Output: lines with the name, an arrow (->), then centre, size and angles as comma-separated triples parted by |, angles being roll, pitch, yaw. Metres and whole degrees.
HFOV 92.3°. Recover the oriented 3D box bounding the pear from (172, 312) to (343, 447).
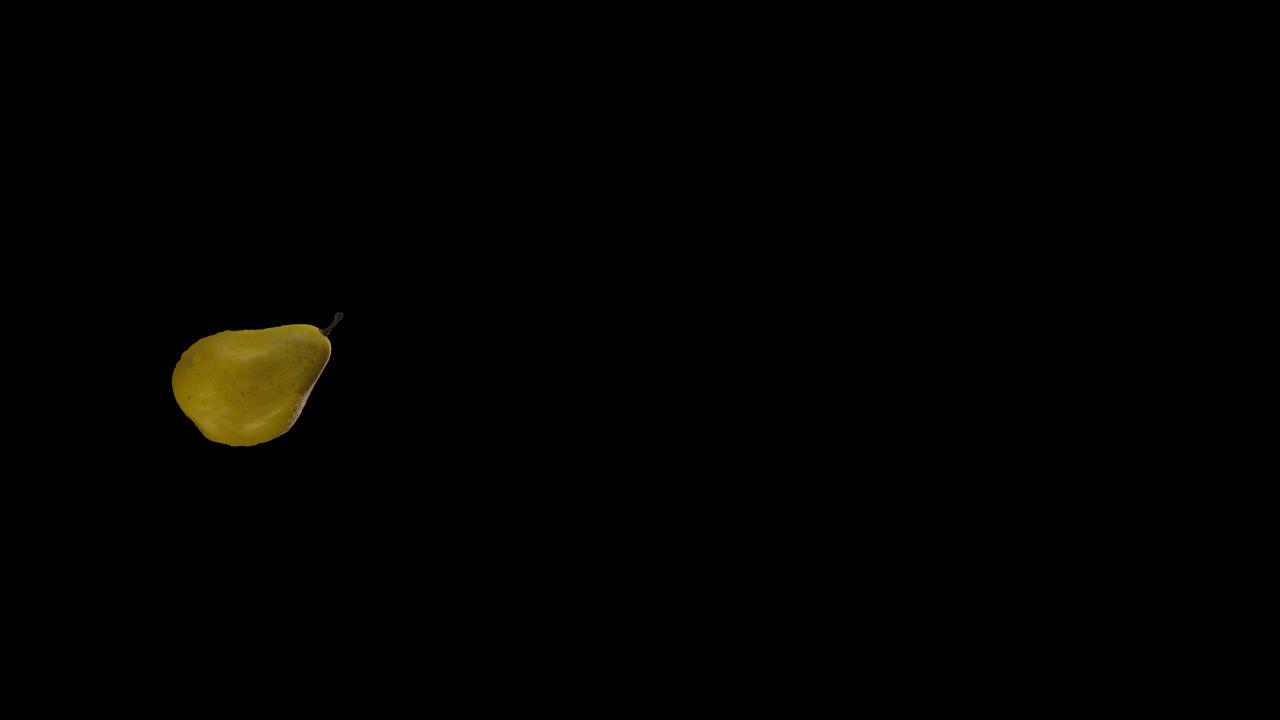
pear -> -0.248, 0.008, 0.421 | 0.111, 0.080, 0.080 | -30, 10, -18
